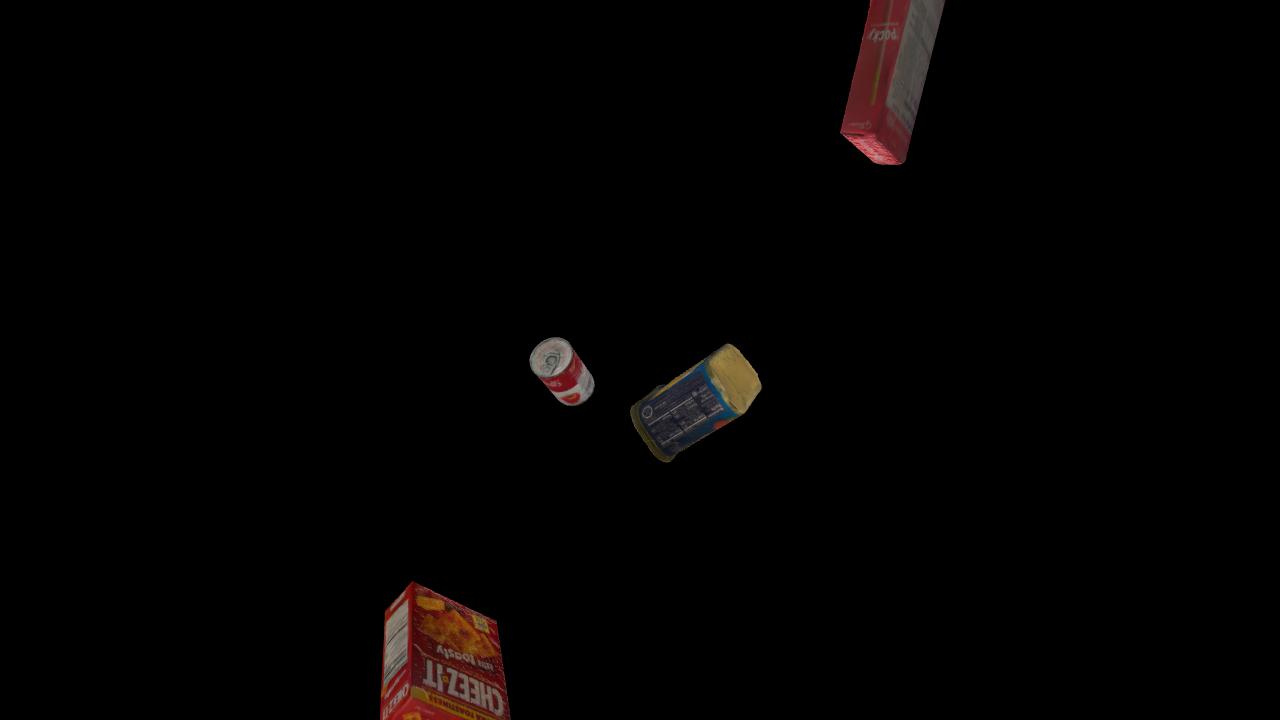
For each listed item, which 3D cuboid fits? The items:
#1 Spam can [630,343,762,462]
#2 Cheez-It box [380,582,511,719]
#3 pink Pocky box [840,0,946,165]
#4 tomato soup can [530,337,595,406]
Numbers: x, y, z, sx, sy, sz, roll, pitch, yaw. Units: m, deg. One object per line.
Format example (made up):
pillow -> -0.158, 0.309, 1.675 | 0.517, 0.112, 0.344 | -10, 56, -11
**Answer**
Spam can -> 0.052, 0.034, 0.537 | 0.085, 0.058, 0.101 | -36, -1, 25
Cheez-It box -> -0.273, 0.435, 0.864 | 0.166, 0.071, 0.223 | 40, 3, -27
pink Pocky box -> 0.187, -0.228, 0.442 | 0.029, 0.155, 0.084 | 17, 11, 34
tomato soup can -> -0.115, 0.019, 0.928 | 0.068, 0.068, 0.101 | 0, -29, 18
